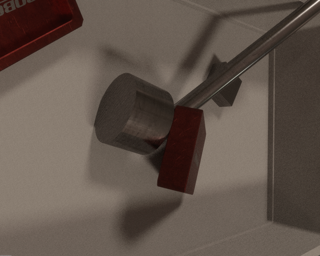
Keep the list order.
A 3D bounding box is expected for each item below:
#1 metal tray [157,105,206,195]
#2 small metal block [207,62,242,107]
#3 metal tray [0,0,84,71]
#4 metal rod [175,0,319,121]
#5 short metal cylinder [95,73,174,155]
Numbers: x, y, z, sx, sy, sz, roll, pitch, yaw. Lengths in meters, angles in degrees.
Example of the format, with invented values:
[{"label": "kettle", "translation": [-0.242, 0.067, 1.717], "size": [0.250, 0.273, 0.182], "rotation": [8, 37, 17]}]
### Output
[{"label": "metal tray", "translation": [0.032, 0.034, 0.384], "size": [0.130, 0.030, 0.090], "rotation": [54, 49, -73]}, {"label": "small metal block", "translation": [0.100, -0.069, 0.493], "size": [0.050, 0.025, 0.050], "rotation": [40, 66, -33]}, {"label": "metal tray", "translation": [-0.140, -0.107, 0.270], "size": [0.131, 0.030, 0.090], "rotation": [-44, 133, -31]}, {"label": "metal rod", "translation": [0.115, -0.091, 0.426], "size": [0.301, 0.025, 0.025], "rotation": [-38, 117, -6]}, {"label": "short metal cylinder", "translation": [-0.030, -0.015, 0.346], "size": [0.050, 0.080, 0.080], "rotation": [22, 76, -34]}]
